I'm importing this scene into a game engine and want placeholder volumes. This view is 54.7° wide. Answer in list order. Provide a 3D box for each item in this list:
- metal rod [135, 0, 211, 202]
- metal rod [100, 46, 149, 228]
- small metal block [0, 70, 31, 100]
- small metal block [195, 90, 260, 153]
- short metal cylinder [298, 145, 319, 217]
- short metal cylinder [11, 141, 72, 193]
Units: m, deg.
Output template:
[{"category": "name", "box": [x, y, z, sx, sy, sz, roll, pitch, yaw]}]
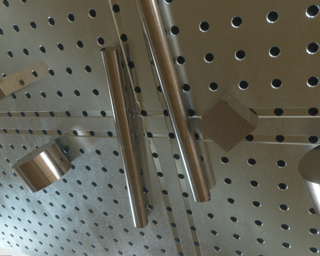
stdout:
[{"category": "metal rod", "box": [0.019, -0.033, 0.380, 0.025, 0.025, 0.298, -3, 117, 30]}, {"category": "metal rod", "box": [-0.047, 0.032, 0.455, 0.025, 0.025, 0.298, 8, 122, 24]}, {"category": "small metal block", "box": [-0.240, -0.063, 0.483, 0.050, 0.050, 0.025, -19, 108, 35]}, {"category": "small metal block", "box": [0.079, -0.007, 0.365, 0.050, 0.025, 0.050, 40, 129, 0]}, {"category": "short metal cylinder", "box": [0.188, 0.052, 0.309, 0.080, 0.080, 0.050, -16, 110, 34]}, {"category": "short metal cylinder", "box": [-0.197, 0.063, 0.519, 0.080, 0.080, 0.050, -18, 109, 35]}]
